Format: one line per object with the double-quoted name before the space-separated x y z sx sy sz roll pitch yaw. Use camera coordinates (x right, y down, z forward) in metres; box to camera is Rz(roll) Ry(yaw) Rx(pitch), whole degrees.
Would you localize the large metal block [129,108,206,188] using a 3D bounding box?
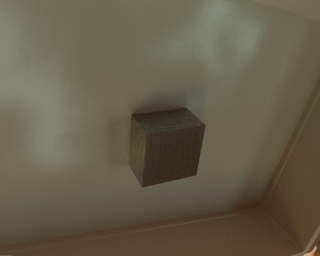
"large metal block" 0.007 0.024 0.410 0.081 0.050 0.079 -8 122 -24
